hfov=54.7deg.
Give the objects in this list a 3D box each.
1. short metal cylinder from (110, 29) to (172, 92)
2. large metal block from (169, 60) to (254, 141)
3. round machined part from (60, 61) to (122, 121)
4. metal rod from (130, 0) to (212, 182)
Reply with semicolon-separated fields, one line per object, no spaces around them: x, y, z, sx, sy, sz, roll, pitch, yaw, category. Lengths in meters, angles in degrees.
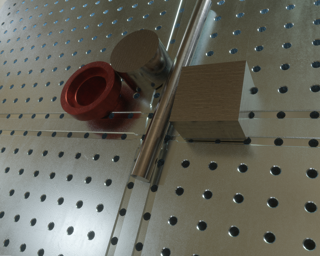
-0.027;-0.101;0.469;0.080;0.050;0.080;-13;56;21;short metal cylinder
0.065;-0.031;0.377;0.080;0.050;0.080;0;62;28;large metal block
-0.102;-0.053;0.484;0.098;0.042;0.098;-13;56;21;round machined part
0.023;-0.068;0.438;0.025;0.025;0.300;6;65;31;metal rod
